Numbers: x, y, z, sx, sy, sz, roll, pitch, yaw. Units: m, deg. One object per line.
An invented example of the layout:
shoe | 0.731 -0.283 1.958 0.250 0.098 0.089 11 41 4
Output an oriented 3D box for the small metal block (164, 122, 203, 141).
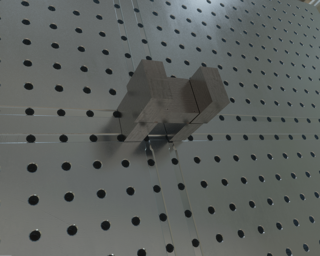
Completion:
small metal block | 0.028 -0.016 0.418 0.025 0.050 0.050 -1 62 -29

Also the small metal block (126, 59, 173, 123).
small metal block | -0.013 -0.040 0.345 0.025 0.050 0.050 0 61 -28

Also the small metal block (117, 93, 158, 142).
small metal block | -0.029 -0.016 0.387 0.025 0.050 0.050 1 62 -28

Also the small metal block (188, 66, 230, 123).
small metal block | 0.054 -0.040 0.381 0.025 0.050 0.050 0 61 -28

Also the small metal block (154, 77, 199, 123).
small metal block | 0.014 -0.034 0.374 0.050 0.025 0.050 1 61 -28
